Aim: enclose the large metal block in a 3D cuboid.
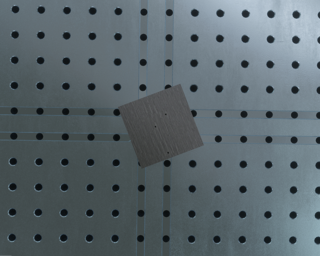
[{"bbox_3d":[0.001,-0.002,0.398,0.080,0.050,0.080,-21,90,-1],"label":"large metal block"}]
